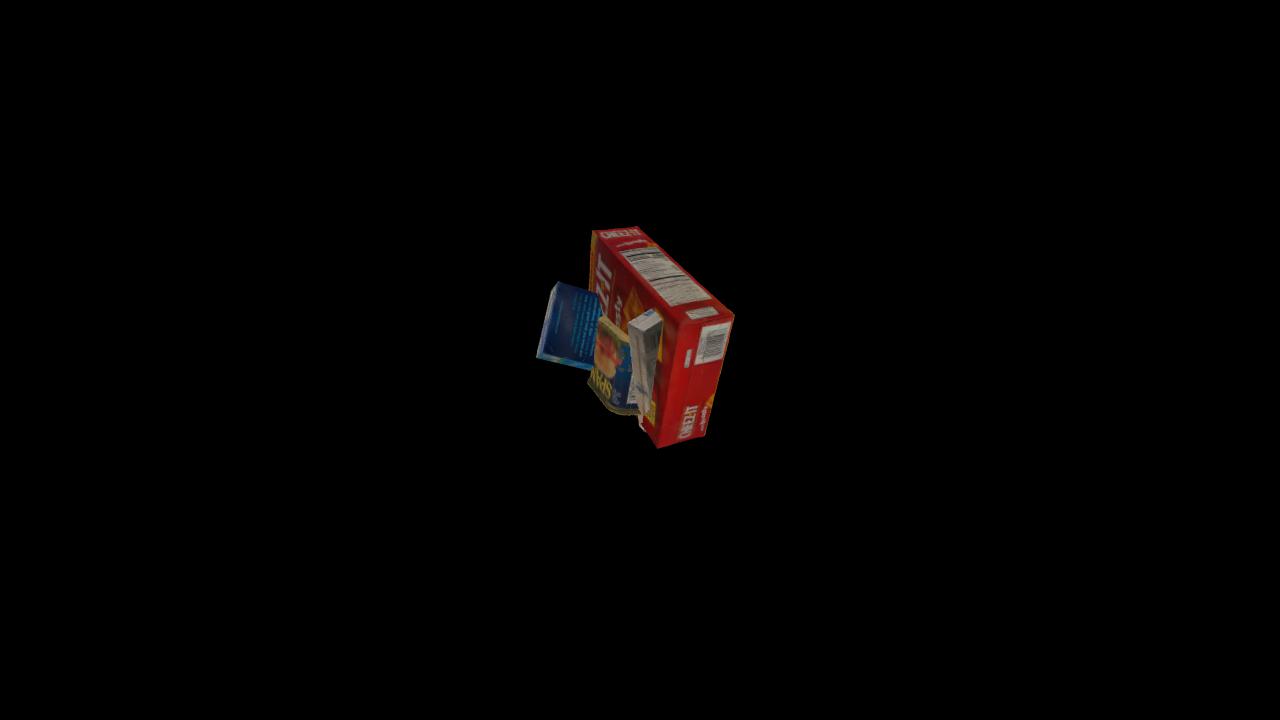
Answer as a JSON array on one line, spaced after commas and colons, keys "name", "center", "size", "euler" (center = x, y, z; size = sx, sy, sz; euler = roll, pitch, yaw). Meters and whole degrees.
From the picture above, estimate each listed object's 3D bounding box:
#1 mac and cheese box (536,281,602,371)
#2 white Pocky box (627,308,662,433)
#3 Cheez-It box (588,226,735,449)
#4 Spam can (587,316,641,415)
[{"name": "mac and cheese box", "center": [-0.028, -0.026, 0.761], "size": [0.184, 0.093, 0.041], "euler": [15, -17, -19]}, {"name": "white Pocky box", "center": [0.031, 0.005, 0.667], "size": [0.084, 0.154, 0.028], "euler": [-34, 49, -28]}, {"name": "Cheez-It box", "center": [0.009, -0.034, 0.710], "size": [0.071, 0.166, 0.223], "euler": [-11, 40, -24]}, {"name": "Spam can", "center": [-0.017, 0.003, 0.710], "size": [0.058, 0.085, 0.101], "euler": [0, 23, -26]}]
